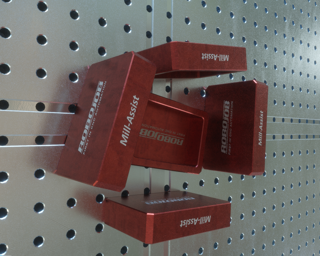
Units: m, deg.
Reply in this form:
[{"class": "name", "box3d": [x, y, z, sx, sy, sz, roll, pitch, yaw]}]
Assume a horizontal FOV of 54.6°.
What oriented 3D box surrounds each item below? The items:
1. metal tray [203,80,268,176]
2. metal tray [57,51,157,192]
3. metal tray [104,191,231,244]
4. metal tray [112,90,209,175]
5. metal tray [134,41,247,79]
[{"class": "metal tray", "box3d": [0.108, 0.000, 0.456, 0.030, 0.090, 0.129, 6, 86, -40]}, {"class": "metal tray", "box3d": [-0.057, -0.007, 0.318, 0.030, 0.090, 0.130, 23, 75, -37]}, {"class": "metal tray", "box3d": [0.011, 0.102, 0.376, 0.131, 0.090, 0.030, 5, 87, -39]}, {"class": "metal tray", "box3d": [0.006, 0.009, 0.409, 0.131, 0.030, 0.090, 14, 81, -39]}, {"class": "metal tray", "box3d": [0.036, -0.083, 0.395, 0.131, 0.090, 0.030, -8, 96, -39]}]
